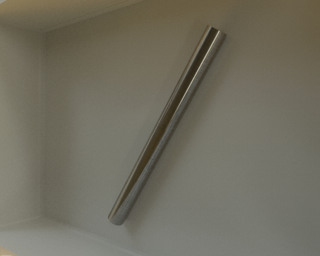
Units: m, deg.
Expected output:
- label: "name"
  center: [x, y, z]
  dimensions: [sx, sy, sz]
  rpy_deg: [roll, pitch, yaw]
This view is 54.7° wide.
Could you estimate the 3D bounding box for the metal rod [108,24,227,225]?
- label: "metal rod"
  center: [0.000, 0.011, 0.404]
  dimensions: [0.025, 0.025, 0.298]
  rpy_deg: [41, 115, 32]
